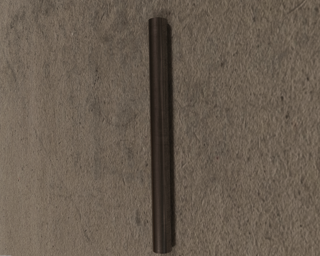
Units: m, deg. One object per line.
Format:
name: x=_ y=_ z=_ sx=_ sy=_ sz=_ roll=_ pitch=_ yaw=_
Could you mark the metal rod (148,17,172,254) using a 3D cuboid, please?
metal rod: x=0.000 y=0.009 z=0.402 sx=0.025 sy=0.025 sz=0.298 roll=-2 pitch=89 yaw=39
